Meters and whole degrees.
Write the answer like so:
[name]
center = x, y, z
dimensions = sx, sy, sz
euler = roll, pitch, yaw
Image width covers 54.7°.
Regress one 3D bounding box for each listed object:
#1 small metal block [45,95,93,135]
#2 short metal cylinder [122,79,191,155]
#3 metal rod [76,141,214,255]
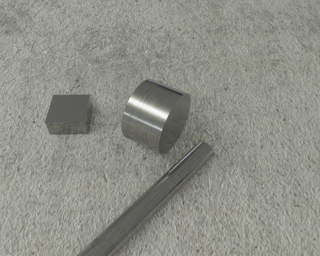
[small metal block]
center = -0.121, -0.019, 0.418
dimensions = 0.050, 0.025, 0.050
euler = -1, 50, -1
[short metal cylinder]
center = -0.003, -0.014, 0.379
dimensions = 0.050, 0.080, 0.080
euler = 24, 54, 19
[metal rod]
center = -0.046, 0.110, 0.310
dimensions = 0.025, 0.025, 0.302
euler = 36, 58, 26
